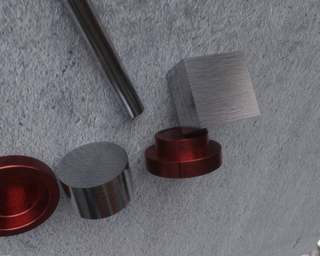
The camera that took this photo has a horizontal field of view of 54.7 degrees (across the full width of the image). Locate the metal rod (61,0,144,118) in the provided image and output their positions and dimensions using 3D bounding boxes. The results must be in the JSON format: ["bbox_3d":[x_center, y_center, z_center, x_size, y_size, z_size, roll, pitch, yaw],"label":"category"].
[{"bbox_3d":[-0.081,-0.126,0.284,0.025,0.025,0.299,-32,129,-8],"label":"metal rod"}]

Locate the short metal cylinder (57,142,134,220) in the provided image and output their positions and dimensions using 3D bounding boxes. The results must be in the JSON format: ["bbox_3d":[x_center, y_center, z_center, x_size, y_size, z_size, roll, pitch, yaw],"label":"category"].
[{"bbox_3d":[-0.074,0.060,0.368,0.081,0.080,0.050,-19,126,-18],"label":"short metal cylinder"}]

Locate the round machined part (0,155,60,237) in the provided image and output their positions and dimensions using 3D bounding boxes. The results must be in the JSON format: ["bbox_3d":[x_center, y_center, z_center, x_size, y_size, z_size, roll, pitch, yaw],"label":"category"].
[{"bbox_3d":[-0.167,0.071,0.348,0.099,0.042,0.097,-14,124,-21],"label":"round machined part"}]

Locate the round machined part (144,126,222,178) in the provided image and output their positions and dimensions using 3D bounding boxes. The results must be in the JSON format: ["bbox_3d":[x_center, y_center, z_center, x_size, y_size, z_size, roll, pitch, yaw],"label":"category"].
[{"bbox_3d":[0.029,0.026,0.395,0.099,0.098,0.042,-12,105,-22],"label":"round machined part"}]

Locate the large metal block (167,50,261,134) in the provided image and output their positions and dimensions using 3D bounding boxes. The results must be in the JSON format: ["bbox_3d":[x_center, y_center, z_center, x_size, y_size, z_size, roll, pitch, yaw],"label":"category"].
[{"bbox_3d":[0.063,-0.042,0.374,0.081,0.050,0.080,-13,86,-22],"label":"large metal block"}]
